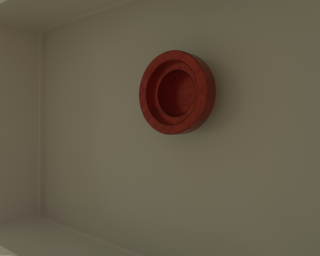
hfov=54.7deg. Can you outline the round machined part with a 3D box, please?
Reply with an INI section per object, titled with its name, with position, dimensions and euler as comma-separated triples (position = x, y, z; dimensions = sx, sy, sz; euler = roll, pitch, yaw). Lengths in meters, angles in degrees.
[round machined part]
position = 0.025, -0.041, 0.374
dimensions = 0.098, 0.042, 0.097
euler = 0, 90, 39
